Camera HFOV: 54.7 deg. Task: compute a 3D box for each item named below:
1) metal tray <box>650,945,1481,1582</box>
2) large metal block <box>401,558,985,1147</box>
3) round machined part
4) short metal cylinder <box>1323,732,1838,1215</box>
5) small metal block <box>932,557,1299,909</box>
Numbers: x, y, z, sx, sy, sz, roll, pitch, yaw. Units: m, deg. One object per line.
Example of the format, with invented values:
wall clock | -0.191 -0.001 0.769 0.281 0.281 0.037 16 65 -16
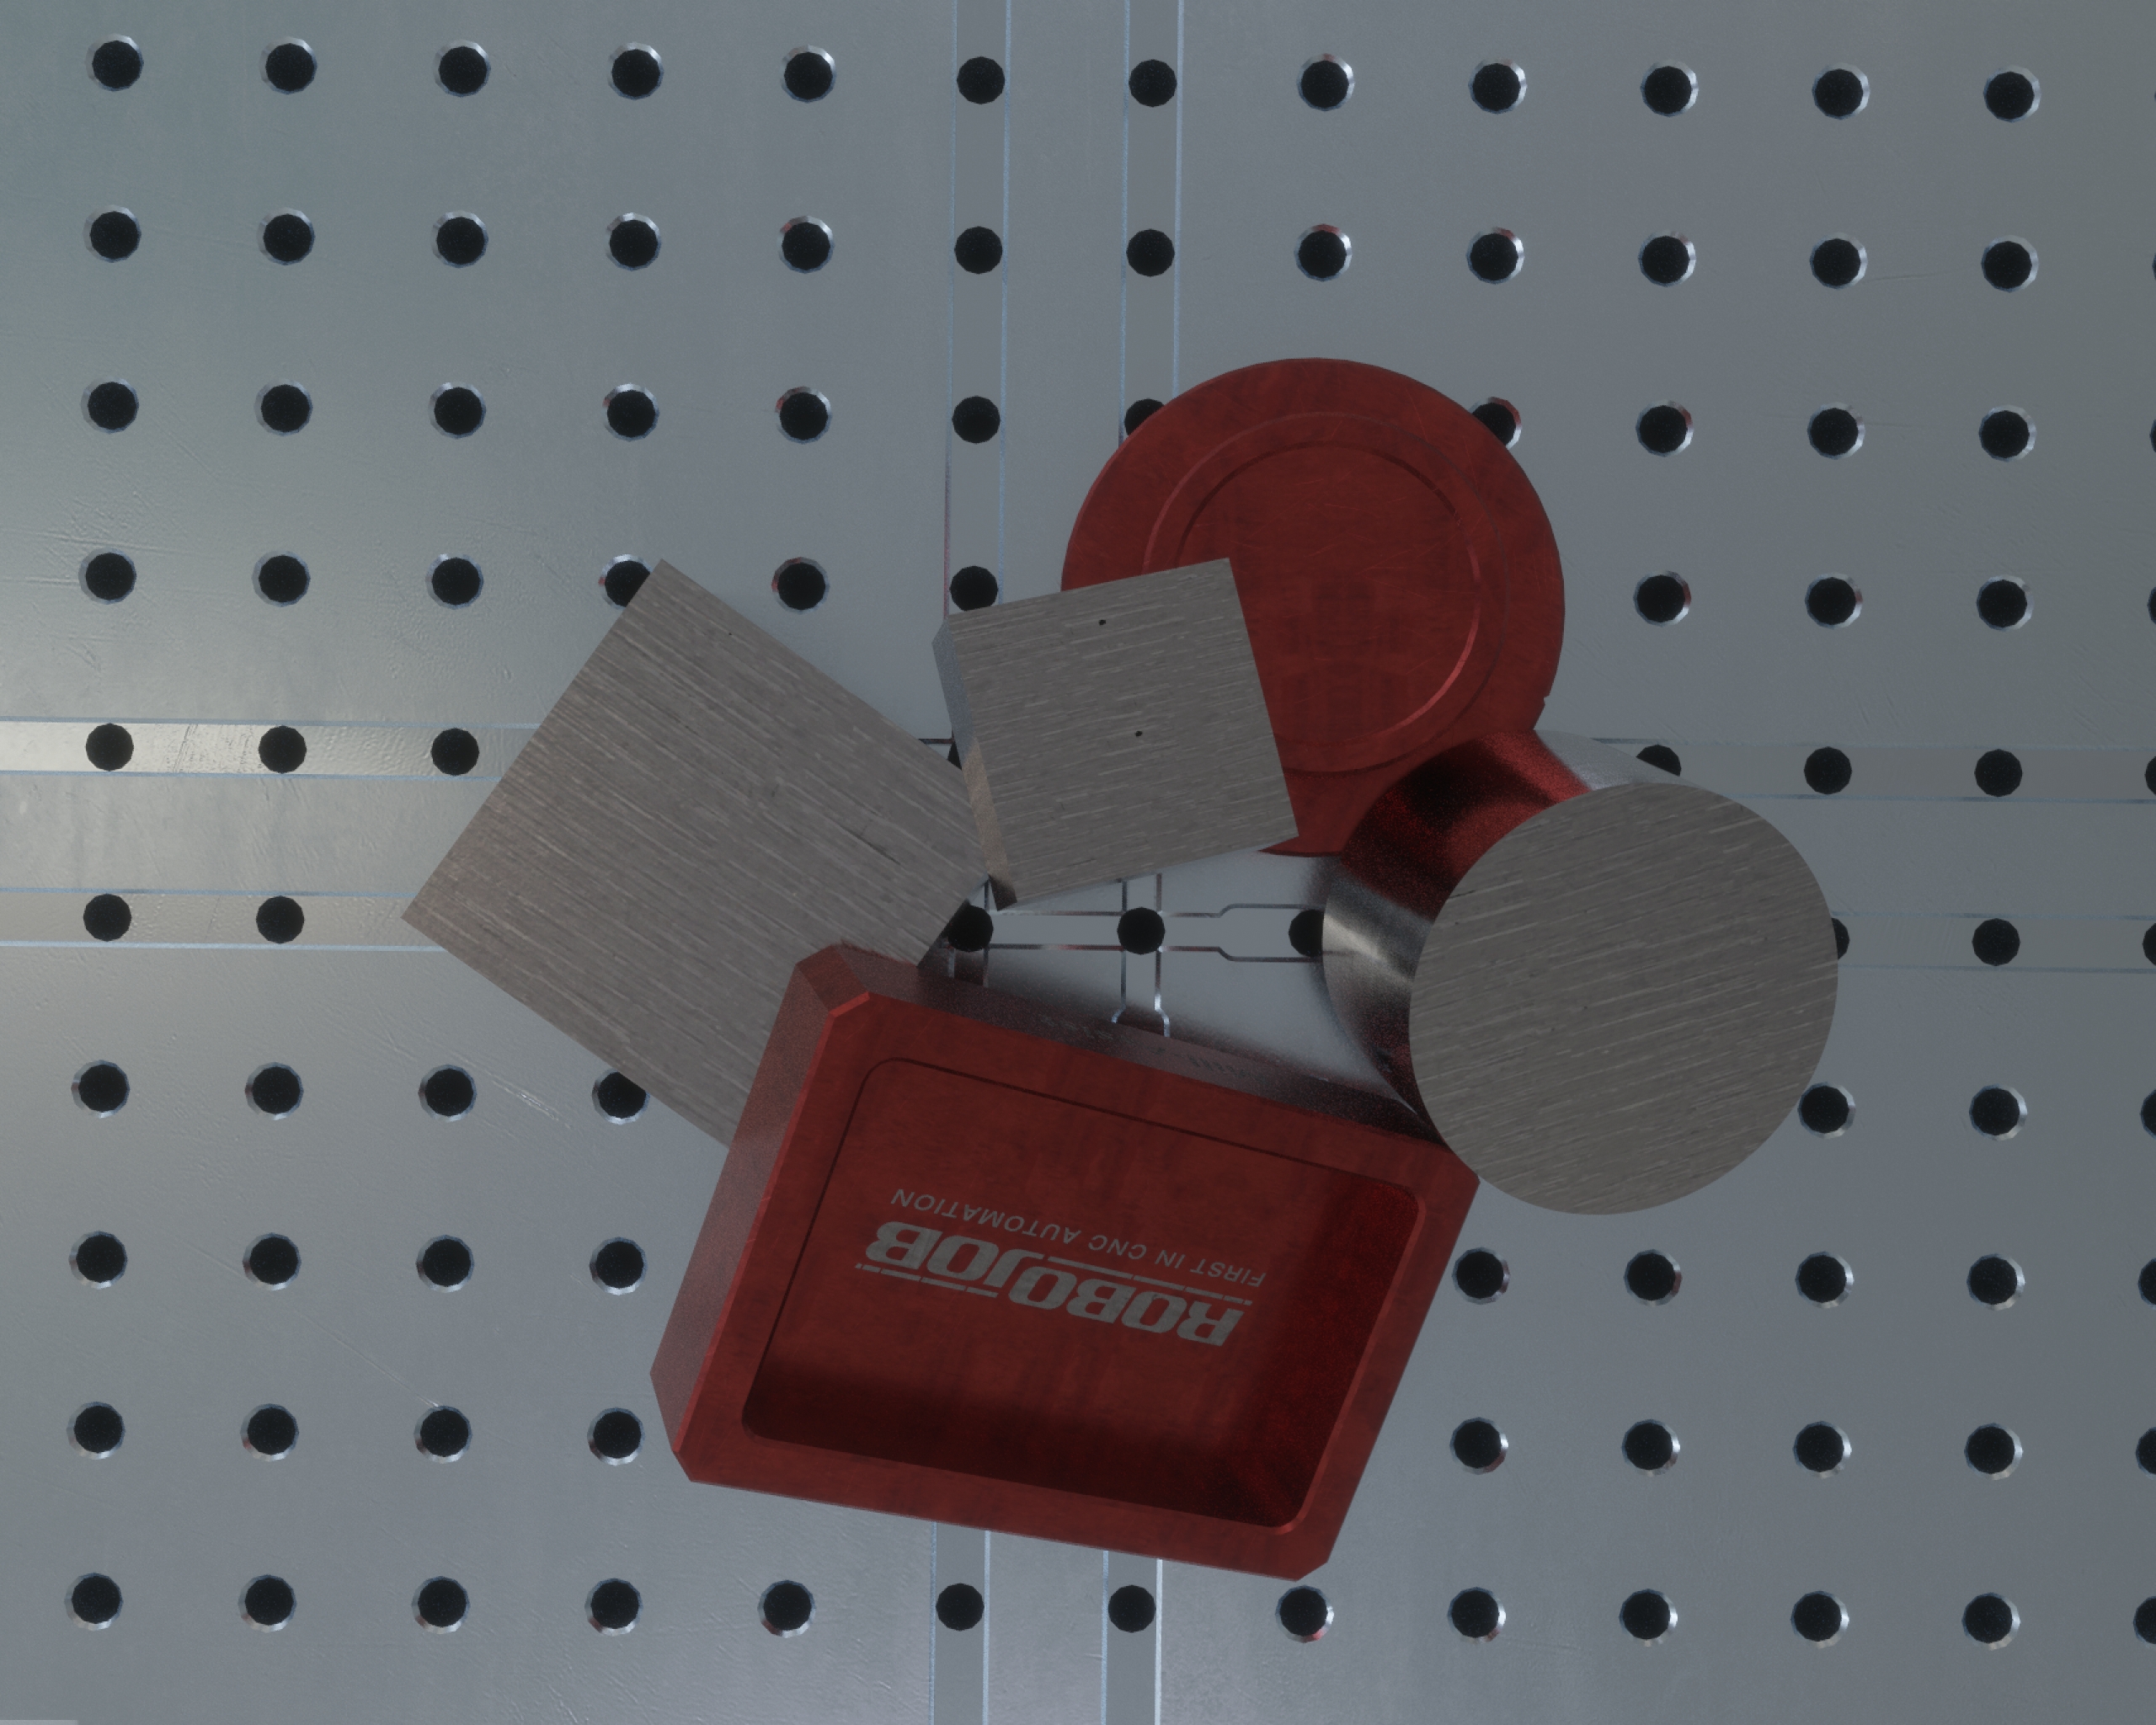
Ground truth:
metal tray | -0.001 0.076 0.382 0.131 0.030 0.089 17 97 -22
large metal block | -0.066 0.001 0.400 0.080 0.050 0.080 36 90 0
round machined part | 0.046 -0.050 0.405 0.099 0.042 0.097 0 90 0
short metal cylinder | 0.092 0.019 0.390 0.081 0.050 0.079 -3 104 -11
small metal block | 0.006 -0.022 0.367 0.050 0.025 0.050 -13 87 -11
